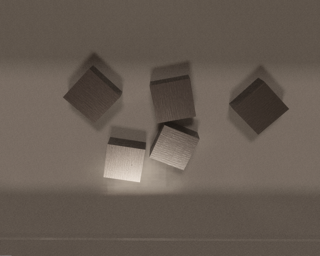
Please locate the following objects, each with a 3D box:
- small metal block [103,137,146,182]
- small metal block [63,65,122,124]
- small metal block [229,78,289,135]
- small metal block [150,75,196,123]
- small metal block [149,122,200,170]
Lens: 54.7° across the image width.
[{"bbox_3d":[-0.048,0.043,0.427,0.050,0.025,0.050,9,110,-4],"label":"small metal block"},{"bbox_3d":[-0.085,-0.043,0.394,0.050,0.025,0.050,43,104,-15],"label":"small metal block"},{"bbox_3d":[0.128,-0.028,0.403,0.050,0.025,0.050,43,104,-15],"label":"small metal block"},{"bbox_3d":[0.017,-0.037,0.398,0.050,0.025,0.050,-10,110,3],"label":"small metal block"},{"bbox_3d":[0.019,0.023,0.420,0.050,0.025,0.050,22,108,-8],"label":"small metal block"}]
